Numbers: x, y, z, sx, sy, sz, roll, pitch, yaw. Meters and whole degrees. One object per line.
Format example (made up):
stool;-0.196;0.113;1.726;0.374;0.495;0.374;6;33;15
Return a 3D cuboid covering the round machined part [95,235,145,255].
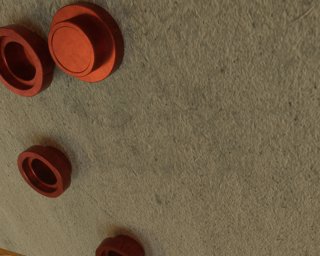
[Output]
round machined part;-0.068;0.240;0.580;0.098;0.042;0.097;13;124;21

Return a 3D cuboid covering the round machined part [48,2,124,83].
round machined part;-0.098;-0.102;0.384;0.098;0.042;0.097;13;124;21

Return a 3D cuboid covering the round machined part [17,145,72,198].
round machined part;-0.196;0.071;0.543;0.098;0.042;0.097;13;124;21

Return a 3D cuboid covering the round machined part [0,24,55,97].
round machined part;-0.189;-0.096;0.436;0.098;0.042;0.097;13;124;21
